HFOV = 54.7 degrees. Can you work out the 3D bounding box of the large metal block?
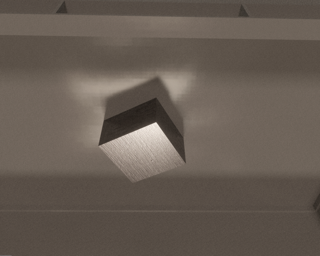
[{"bbox_3d":[-0.021,0.018,0.408,0.080,0.050,0.080,-22,127,17],"label":"large metal block"}]
